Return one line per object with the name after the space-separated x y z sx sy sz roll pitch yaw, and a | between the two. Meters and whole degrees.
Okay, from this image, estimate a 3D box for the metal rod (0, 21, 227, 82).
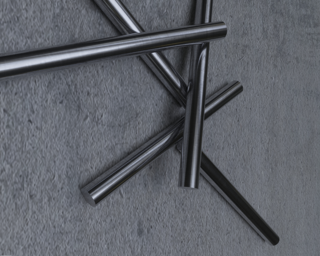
-0.042 -0.090 0.343 0.302 0.025 0.025 -19 103 -30 | metal rod

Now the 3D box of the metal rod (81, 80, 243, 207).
0.024 0.005 0.424 0.302 0.025 0.025 -35 112 -34 | metal rod

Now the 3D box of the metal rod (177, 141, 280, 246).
0.123 0.115 0.507 0.300 0.025 0.025 47 62 -30 | metal rod

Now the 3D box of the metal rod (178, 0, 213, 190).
0.051 -0.069 0.417 0.025 0.025 0.299 21 67 -38 | metal rod

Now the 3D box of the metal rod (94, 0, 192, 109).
-0.045 -0.131 0.365 0.300 0.025 0.025 47 62 -30 | metal rod
